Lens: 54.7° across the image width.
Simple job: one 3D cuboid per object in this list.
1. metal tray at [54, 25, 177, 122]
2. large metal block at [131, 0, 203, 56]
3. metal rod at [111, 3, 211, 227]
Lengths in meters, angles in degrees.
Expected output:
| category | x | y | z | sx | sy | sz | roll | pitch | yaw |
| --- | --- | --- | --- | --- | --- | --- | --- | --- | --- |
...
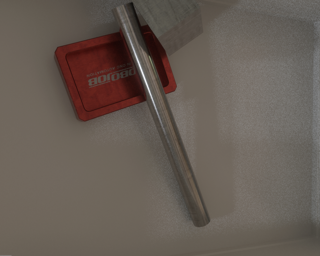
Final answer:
| category | x | y | z | sx | sy | sz | roll | pitch | yaw |
| --- | --- | --- | --- | --- | --- | --- | --- | --- | --- |
| metal tray | -0.053 | -0.070 | 0.388 | 0.131 | 0.030 | 0.090 | -21 | 97 | -19 |
| large metal block | 0.003 | -0.135 | 0.343 | 0.050 | 0.080 | 0.080 | -34 | 85 | 8 |
| metal rod | 0.008 | -0.002 | 0.388 | 0.025 | 0.025 | 0.298 | -27 | 109 | -18 |
